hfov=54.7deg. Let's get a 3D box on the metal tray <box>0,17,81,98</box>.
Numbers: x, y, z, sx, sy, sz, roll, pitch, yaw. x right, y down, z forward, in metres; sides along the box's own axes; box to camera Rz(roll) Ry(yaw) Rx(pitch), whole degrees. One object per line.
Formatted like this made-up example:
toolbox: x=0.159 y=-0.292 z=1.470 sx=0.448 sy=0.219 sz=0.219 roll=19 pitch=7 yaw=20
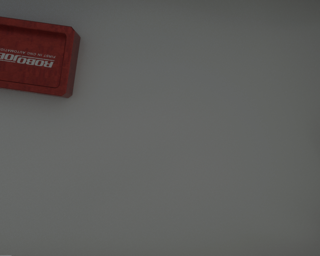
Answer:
metal tray: x=-0.178 y=-0.093 z=0.407 sx=0.131 sy=0.030 sz=0.089 roll=8 pitch=90 yaw=0
